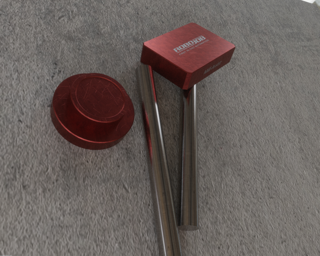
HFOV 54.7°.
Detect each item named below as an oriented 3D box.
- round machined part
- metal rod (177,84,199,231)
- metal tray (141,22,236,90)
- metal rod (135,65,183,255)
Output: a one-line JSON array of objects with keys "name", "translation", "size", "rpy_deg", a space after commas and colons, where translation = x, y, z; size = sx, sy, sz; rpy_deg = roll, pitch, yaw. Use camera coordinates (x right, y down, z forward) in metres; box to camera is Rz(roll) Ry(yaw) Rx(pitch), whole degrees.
[{"name": "round machined part", "translation": [-0.076, -0.027, 0.369], "size": [0.099, 0.042, 0.098], "rpy_deg": [14, 56, -21]}, {"name": "metal rod", "translation": [0.040, -0.012, 0.434], "size": [0.025, 0.025, 0.300], "rpy_deg": [17, 55, -19]}, {"name": "metal tray", "translation": [0.045, -0.116, 0.480], "size": [0.090, 0.030, 0.131], "rpy_deg": [37, 48, 21]}, {"name": "metal rod", "translation": [-0.002, 0.049, 0.374], "size": [0.025, 0.025, 0.299], "rpy_deg": [5, 59, -26]}]
